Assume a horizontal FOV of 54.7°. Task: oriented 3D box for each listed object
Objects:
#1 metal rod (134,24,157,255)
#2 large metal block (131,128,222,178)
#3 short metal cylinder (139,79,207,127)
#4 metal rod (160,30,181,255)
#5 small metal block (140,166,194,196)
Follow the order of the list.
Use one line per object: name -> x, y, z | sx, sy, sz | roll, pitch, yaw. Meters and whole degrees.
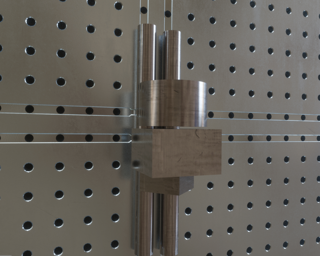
metal rod -> -0.019, 0.015, 0.408 | 0.025, 0.025, 0.298 | 1, 90, -20
large metal block -> 0.016, 0.026, 0.364 | 0.081, 0.080, 0.050 | 0, 90, -20
short metal cylinder -> 0.016, -0.027, 0.368 | 0.081, 0.080, 0.050 | 1, 90, -20
metal rod -> 0.014, 0.020, 0.420 | 0.025, 0.025, 0.298 | 1, 90, -20
small metal block -> 0.010, 0.063, 0.380 | 0.050, 0.050, 0.025 | 1, 90, -65
